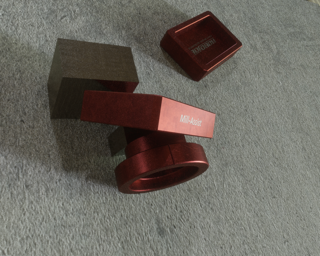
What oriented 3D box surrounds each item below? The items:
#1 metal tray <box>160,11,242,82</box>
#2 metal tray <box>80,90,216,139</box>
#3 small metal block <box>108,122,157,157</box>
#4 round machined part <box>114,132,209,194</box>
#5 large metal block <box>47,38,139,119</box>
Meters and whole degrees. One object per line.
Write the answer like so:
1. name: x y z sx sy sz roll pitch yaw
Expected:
1. metal tray: 0.073 -0.142 0.526 0.090 0.030 0.131 47 51 5
2. metal tray: -0.007 -0.012 0.332 0.131 0.090 0.030 9 89 -58
3. small metal block: -0.027 0.012 0.363 0.050 0.050 0.025 -6 75 -31
4. round machined part: -0.001 0.035 0.335 0.099 0.097 0.042 -3 64 -30
5. large metal block: -0.080 -0.052 0.357 0.081 0.080 0.050 0 62 -28
